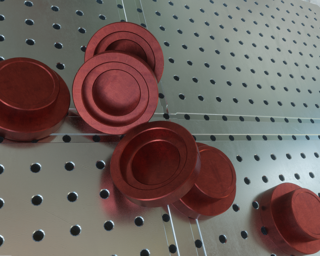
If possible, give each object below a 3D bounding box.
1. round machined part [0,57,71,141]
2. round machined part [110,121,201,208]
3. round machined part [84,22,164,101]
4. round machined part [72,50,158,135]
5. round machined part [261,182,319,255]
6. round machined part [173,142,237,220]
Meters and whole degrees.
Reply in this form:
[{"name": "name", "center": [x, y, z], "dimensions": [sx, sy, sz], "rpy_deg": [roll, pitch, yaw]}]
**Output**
[{"name": "round machined part", "center": [-0.149, -0.038, 0.341], "dimensions": [0.099, 0.042, 0.098], "rpy_deg": [13, 56, -21]}, {"name": "round machined part", "center": [-0.002, 0.043, 0.348], "dimensions": [0.098, 0.042, 0.098], "rpy_deg": [-10, 52, 13]}, {"name": "round machined part", "center": [-0.044, -0.087, 0.403], "dimensions": [0.098, 0.098, 0.042], "rpy_deg": [29, 16, -10]}, {"name": "round machined part", "center": [-0.051, -0.044, 0.373], "dimensions": [0.098, 0.098, 0.042], "rpy_deg": [29, 17, -10]}, {"name": "round machined part", "center": [0.192, 0.121, 0.426], "dimensions": [0.099, 0.042, 0.098], "rpy_deg": [13, 56, -21]}, {"name": "round machined part", "center": [0.056, 0.061, 0.390], "dimensions": [0.099, 0.042, 0.098], "rpy_deg": [13, 56, -21]}]
